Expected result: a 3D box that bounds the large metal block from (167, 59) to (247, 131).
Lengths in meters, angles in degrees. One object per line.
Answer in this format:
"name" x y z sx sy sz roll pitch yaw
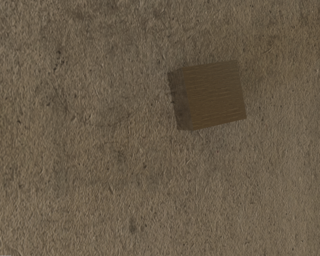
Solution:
"large metal block" 0.063 -0.044 0.420 0.081 0.050 0.079 -12 94 -20
